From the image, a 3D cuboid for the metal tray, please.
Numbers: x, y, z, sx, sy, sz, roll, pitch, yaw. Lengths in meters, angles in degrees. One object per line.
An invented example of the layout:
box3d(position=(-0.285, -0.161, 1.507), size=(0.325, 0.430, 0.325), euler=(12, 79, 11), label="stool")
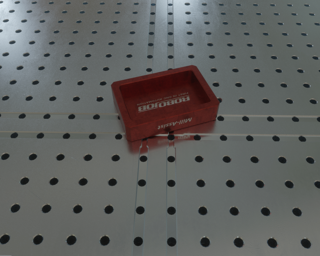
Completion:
box3d(position=(0.006, -0.038, 0.436), size=(0.131, 0.030, 0.090), euler=(-14, 52, -12), label="metal tray")
